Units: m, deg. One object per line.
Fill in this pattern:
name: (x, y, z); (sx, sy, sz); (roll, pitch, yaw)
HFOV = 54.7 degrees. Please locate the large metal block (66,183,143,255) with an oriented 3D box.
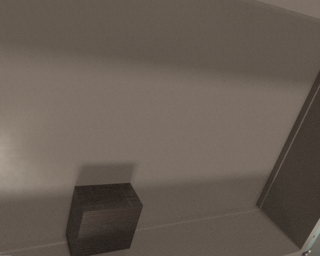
large metal block: (-0.079, 0.125, 0.429); (0.081, 0.050, 0.079); (2, 117, -30)
